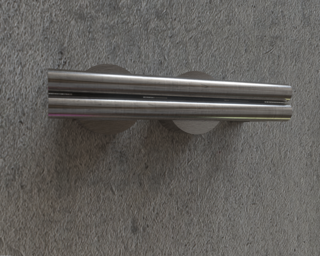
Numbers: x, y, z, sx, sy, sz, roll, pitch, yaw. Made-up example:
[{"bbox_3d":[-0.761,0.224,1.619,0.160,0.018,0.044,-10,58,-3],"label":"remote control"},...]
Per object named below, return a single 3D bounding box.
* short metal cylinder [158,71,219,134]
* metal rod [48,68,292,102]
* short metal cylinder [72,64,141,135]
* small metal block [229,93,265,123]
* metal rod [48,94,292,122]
[{"bbox_3d":[0.038,-0.032,0.412,0.081,0.050,0.080,0,90,-20],"label":"short metal cylinder"},{"bbox_3d":[0.028,-0.048,0.367,0.302,0.025,0.025,0,90,-20],"label":"metal rod"},{"bbox_3d":[-0.066,-0.033,0.372,0.081,0.050,0.080,0,90,-20],"label":"short metal cylinder"},{"bbox_3d":[0.123,-0.033,0.444,0.025,0.050,0.050,-2,90,-20],"label":"small metal block"},{"bbox_3d":[0.028,-0.022,0.367,0.302,0.025,0.025,0,90,-20],"label":"metal rod"}]
